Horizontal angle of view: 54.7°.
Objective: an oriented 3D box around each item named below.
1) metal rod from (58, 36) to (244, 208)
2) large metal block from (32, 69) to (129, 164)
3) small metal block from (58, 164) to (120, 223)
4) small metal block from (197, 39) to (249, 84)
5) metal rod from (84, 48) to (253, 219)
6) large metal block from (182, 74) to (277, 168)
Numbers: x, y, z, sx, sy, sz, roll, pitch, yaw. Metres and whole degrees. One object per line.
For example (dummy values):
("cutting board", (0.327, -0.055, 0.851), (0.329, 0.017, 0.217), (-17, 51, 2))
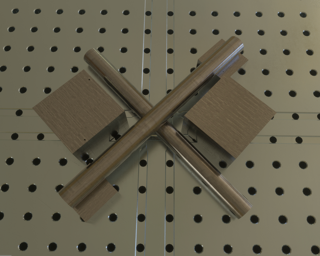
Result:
("metal rod", (-0.001, -0.017, 0.391), (0.301, 0.025, 0.025), (-43, 76, -14))
("large metal block", (-0.100, -0.014, 0.403), (0.080, 0.050, 0.080), (-41, 75, -14))
("small metal block", (-0.086, 0.080, 0.382), (0.050, 0.025, 0.050), (43, 75, 14))
("small metal block", (0.089, -0.092, 0.446), (0.050, 0.025, 0.050), (-42, 76, -14))
("metal rod", (0.002, -0.002, 0.411), (0.025, 0.025, 0.300), (-41, 75, -13))
("large metal block", (0.087, -0.009, 0.402), (0.080, 0.050, 0.080), (41, 75, 13))
